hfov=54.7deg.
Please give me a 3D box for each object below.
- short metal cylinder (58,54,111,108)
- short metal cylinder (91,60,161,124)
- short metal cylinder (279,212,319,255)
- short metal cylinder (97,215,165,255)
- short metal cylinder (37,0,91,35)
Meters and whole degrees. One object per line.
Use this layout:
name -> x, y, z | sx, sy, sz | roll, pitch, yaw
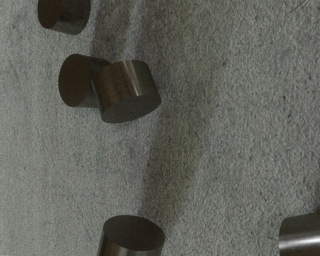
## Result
short metal cylinder -> -0.114, -0.071, 0.483 | 0.080, 0.050, 0.080 | 0, 90, 40
short metal cylinder -> -0.044, -0.046, 0.406 | 0.080, 0.081, 0.050 | -32, 70, 35
short metal cylinder -> 0.141, 0.109, 0.253 | 0.050, 0.081, 0.080 | -26, 74, 37
short metal cylinder -> -0.038, 0.156, 0.401 | 0.080, 0.081, 0.050 | 23, 105, 37
short metal cylinder -> -0.163, -0.202, 0.523 | 0.080, 0.050, 0.080 | 0, 90, 40
